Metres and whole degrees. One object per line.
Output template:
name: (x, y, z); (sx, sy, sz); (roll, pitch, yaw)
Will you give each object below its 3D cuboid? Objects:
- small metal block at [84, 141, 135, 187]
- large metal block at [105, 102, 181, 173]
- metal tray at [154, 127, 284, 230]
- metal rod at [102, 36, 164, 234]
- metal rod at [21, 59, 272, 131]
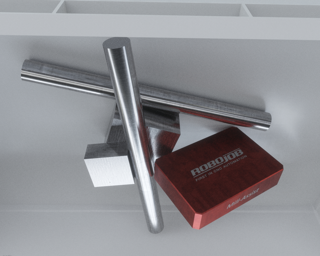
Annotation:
small metal block: (-0.060, 0.045, 0.379); (0.050, 0.025, 0.050); (-5, 130, 3)
large metal block: (-0.027, 0.011, 0.400); (0.081, 0.050, 0.079); (14, 129, -12)
metal tray: (0.070, 0.054, 0.376); (0.131, 0.090, 0.030); (-21, 136, -25)
metal rod: (-0.023, 0.036, 0.372); (0.025, 0.025, 0.298); (-5, 130, 4)
metal rod: (-0.007, -0.037, 0.377); (0.302, 0.025, 0.025); (11, 129, -10)
